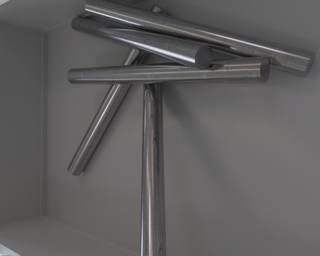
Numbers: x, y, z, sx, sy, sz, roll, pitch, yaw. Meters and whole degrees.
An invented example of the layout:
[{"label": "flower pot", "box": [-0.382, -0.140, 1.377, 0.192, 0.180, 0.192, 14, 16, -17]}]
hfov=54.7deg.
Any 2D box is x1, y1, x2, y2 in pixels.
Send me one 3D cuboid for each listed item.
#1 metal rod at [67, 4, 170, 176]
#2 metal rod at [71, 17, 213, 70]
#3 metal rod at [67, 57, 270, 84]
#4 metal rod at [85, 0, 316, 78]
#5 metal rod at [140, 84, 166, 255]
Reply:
[{"label": "metal rod", "box": [-0.071, -0.042, 0.465, 0.025, 0.025, 0.298, 48, 118, 29]}, {"label": "metal rod", "box": [-0.047, -0.122, 0.414, 0.300, 0.025, 0.025, 30, 109, 46]}, {"label": "metal rod", "box": [-0.017, -0.068, 0.387, 0.300, 0.025, 0.025, 6, 94, 39]}, {"label": "metal rod", "box": [0.022, -0.116, 0.364, 0.300, 0.025, 0.025, 26, 106, 29]}, {"label": "metal rod", "box": [-0.008, 0.059, 0.335, 0.025, 0.025, 0.300, -30, 47, 36]}]
